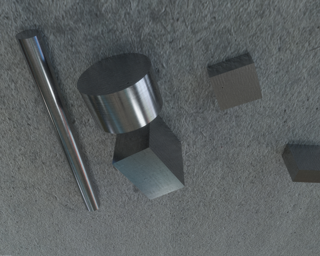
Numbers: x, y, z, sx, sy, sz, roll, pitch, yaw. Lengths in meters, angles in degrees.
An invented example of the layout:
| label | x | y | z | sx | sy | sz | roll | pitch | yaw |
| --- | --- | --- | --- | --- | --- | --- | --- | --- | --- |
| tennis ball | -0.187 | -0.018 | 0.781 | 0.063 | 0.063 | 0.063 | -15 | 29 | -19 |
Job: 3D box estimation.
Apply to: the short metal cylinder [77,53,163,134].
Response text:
| label | x | y | z | sx | sy | sz | roll | pitch | yaw |
| --- | --- | --- | --- | --- | --- | --- | --- | --- | --- |
| short metal cylinder | -0.042 | -0.039 | 0.337 | 0.080 | 0.080 | 0.050 | -11 | 129 | 9 |

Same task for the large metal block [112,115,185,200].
| label | x | y | z | sx | sy | sz | roll | pitch | yaw |
| --- | --- | --- | --- | --- | --- | --- | --- | --- | --- |
| large metal block | -0.012 | 0.031 | 0.397 | 0.050 | 0.080 | 0.080 | -26 | 126 | 20 |

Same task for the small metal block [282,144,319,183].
| label | x | y | z | sx | sy | sz | roll | pitch | yaw |
| --- | --- | --- | --- | --- | --- | --- | --- | --- | --- |
| small metal block | 0.208 | 0.050 | 0.436 | 0.050 | 0.050 | 0.025 | 3 | 130 | -3 |

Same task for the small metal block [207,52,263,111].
| label | x | y | z | sx | sy | sz | roll | pitch | yaw |
| --- | --- | --- | --- | --- | --- | --- | --- | --- | --- |
| small metal block | 0.088 | -0.053 | 0.363 | 0.050 | 0.025 | 0.050 | -17 | 128 | 14 |

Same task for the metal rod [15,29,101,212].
| label | x | y | z | sx | sy | sz | roll | pitch | yaw |
| --- | --- | --- | --- | --- | --- | --- | --- | --- | --- |
| metal rod | -0.124 | 0.015 | 0.418 | 0.025 | 0.025 | 0.298 | -4 | 130 | 3 |
